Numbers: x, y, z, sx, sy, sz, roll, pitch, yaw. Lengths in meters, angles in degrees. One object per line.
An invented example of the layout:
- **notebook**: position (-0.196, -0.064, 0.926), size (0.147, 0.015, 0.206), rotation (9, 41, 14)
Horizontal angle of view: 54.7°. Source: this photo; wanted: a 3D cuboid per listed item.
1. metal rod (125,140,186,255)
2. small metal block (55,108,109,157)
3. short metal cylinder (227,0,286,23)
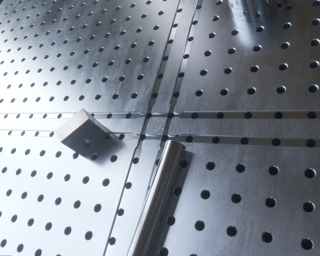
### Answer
- **metal rod**: position (-0.029, 0.151, 0.329), size (0.025, 0.025, 0.300), rotation (7, 65, 31)
- **small metal block**: position (-0.111, 0.007, 0.444), size (0.050, 0.050, 0.025), rotation (-40, 51, 1)
- **short metal cylinder**: position (0.135, -0.199, 0.443), size (0.080, 0.050, 0.080), rotation (-13, 56, 20)
